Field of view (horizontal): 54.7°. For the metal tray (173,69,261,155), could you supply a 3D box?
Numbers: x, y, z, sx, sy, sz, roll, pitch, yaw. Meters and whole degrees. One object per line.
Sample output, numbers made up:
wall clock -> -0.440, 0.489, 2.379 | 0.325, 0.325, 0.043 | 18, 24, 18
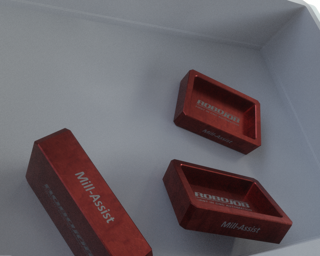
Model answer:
metal tray -> 0.090, -0.024, 0.467 | 0.131, 0.030, 0.090 | 22, 53, -15

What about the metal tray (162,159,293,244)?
metal tray -> 0.076, 0.085, 0.364 | 0.131, 0.030, 0.090 | 15, 21, -20

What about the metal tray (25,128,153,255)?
metal tray -> -0.071, 0.075, 0.280 | 0.030, 0.090, 0.130 | -30, 78, -38
